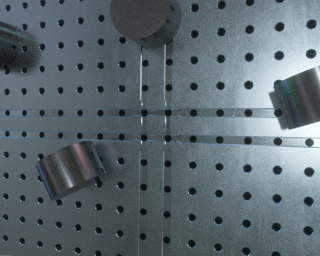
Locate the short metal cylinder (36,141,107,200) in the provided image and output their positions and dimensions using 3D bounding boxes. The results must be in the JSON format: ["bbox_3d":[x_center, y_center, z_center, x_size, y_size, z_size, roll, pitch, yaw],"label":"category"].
[{"bbox_3d":[-0.120,0.058,0.424,0.080,0.080,0.050,-30,80,17],"label":"short metal cylinder"}]

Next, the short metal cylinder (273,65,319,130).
[{"bbox_3d":[0.168,-0.034,0.324,0.080,0.080,0.050,-19,84,18],"label":"short metal cylinder"}]

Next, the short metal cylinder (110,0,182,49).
[{"bbox_3d":[-0.017,-0.150,0.405,0.080,0.050,0.079,0,90,19],"label":"short metal cylinder"}]

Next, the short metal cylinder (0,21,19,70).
[{"bbox_3d":[-0.277,-0.136,0.495,0.080,0.050,0.079,0,90,19],"label":"short metal cylinder"}]
